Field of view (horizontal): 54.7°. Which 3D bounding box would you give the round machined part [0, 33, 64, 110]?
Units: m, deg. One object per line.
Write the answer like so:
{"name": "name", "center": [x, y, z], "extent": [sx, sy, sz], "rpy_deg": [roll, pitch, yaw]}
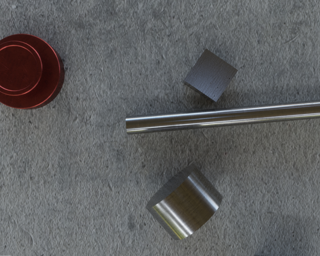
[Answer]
{"name": "round machined part", "center": [-0.179, -0.074, 0.399], "extent": [0.099, 0.042, 0.097], "rpy_deg": [0, 90, -1]}

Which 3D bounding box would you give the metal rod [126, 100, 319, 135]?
{"name": "metal rod", "center": [0.107, -0.016, 0.411], "extent": [0.302, 0.025, 0.025], "rpy_deg": [-5, 90, -1]}

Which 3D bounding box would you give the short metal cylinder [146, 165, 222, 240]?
{"name": "short metal cylinder", "center": [0.029, 0.090, 0.383], "extent": [0.080, 0.080, 0.050], "rpy_deg": [-41, 90, 0]}

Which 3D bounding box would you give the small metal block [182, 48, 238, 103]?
{"name": "small metal block", "center": [0.066, -0.068, 0.411], "extent": [0.050, 0.025, 0.050], "rpy_deg": [34, 90, -1]}
